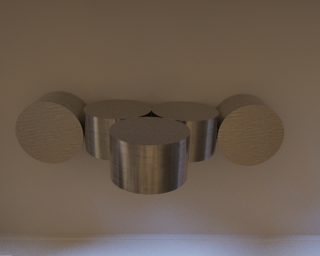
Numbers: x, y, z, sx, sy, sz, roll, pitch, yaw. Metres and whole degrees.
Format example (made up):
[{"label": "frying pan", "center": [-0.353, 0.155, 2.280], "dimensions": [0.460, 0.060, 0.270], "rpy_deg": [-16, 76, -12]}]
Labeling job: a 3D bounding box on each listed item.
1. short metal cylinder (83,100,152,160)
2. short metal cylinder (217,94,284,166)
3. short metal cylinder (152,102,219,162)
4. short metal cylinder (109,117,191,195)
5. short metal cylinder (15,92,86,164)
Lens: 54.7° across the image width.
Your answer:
[{"label": "short metal cylinder", "center": [-0.051, 0.000, 0.379], "dimensions": [0.081, 0.080, 0.050], "rpy_deg": [2, 110, -1]}, {"label": "short metal cylinder", "center": [0.110, 0.002, 0.398], "dimensions": [0.081, 0.050, 0.079], "rpy_deg": [0, 110, 0]}, {"label": "short metal cylinder", "center": [0.030, 0.002, 0.381], "dimensions": [0.081, 0.080, 0.050], "rpy_deg": [2, 110, -1]}, {"label": "short metal cylinder", "center": [-0.011, 0.025, 0.316], "dimensions": [0.081, 0.080, 0.050], "rpy_deg": [2, 110, -1]}, {"label": "short metal cylinder", "center": [-0.132, -0.002, 0.394], "dimensions": [0.081, 0.050, 0.079], "rpy_deg": [0, 110, 0]}]
